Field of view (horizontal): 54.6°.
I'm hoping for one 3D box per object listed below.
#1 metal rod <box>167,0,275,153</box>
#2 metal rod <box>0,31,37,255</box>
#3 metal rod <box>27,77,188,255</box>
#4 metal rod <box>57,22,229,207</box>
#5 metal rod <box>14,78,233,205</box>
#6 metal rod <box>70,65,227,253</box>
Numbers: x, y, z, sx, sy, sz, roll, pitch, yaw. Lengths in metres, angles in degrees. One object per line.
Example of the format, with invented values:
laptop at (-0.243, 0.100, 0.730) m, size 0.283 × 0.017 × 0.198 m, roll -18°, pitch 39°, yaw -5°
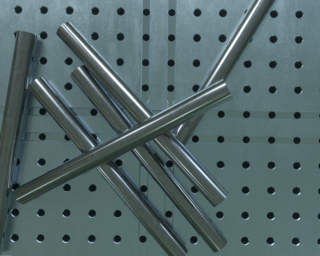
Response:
metal rod at (0.092, -0.095, 0.413) m, size 0.025 × 0.025 × 0.299 m, roll 32°, pitch 90°, yaw 0°
metal rod at (-0.200, 0.022, 0.412) m, size 0.025 × 0.025 × 0.298 m, roll 9°, pitch 90°, yaw 0°
metal rod at (-0.069, 0.055, 0.412) m, size 0.025 × 0.025 × 0.300 m, roll -40°, pitch 90°, yaw 0°
metal rod at (-0.026, -0.022, 0.395) m, size 0.025 × 0.025 × 0.300 m, roll -43°, pitch 83°, yaw 0°
metal rod at (-0.054, 0.023, 0.377) m, size 0.300 × 0.025 × 0.025 m, roll -27°, pitch 90°, yaw 14°
metal rod at (-0.015, 0.041, 0.413) m, size 0.025 × 0.025 × 0.300 m, roll -39°, pitch 90°, yaw 0°
